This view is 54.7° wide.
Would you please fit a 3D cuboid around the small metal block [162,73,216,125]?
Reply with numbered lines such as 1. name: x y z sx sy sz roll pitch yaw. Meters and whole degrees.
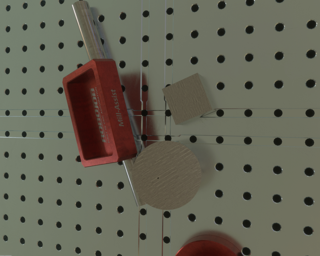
1. small metal block: 0.037 -0.036 0.399 0.050 0.025 0.050 -23 83 18

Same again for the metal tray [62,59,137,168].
1. metal tray: -0.083 -0.017 0.414 0.090 0.030 0.129 -15 89 46

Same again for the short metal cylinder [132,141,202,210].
1. short metal cylinder: 0.009 0.057 0.384 0.080 0.050 0.080 0 84 2

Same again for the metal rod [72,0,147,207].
1. metal rod: -0.068 -0.038 0.435 0.025 0.025 0.299 -21 83 18

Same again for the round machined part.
1. round machined part: 0.060 0.188 0.382 0.098 0.042 0.097 0 90 19
